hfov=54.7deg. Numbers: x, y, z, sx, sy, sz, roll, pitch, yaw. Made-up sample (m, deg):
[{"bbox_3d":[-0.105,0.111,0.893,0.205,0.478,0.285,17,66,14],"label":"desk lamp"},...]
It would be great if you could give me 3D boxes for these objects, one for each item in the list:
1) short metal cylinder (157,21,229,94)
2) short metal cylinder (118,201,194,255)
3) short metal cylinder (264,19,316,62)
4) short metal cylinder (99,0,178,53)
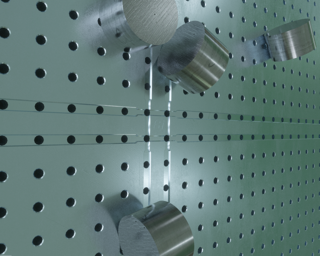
[{"bbox_3d":[0.043,-0.092,0.408,0.050,0.080,0.080,30,72,-36],"label":"short metal cylinder"},{"bbox_3d":[-0.006,0.134,0.368,0.050,0.080,0.079,-14,99,-39],"label":"short metal cylinder"},{"bbox_3d":[0.241,-0.163,0.574,0.080,0.080,0.050,-37,113,-34],"label":"short metal cylinder"},{"bbox_3d":[-0.025,-0.135,0.371,0.081,0.050,0.079,0,90,-40],"label":"short metal cylinder"}]
